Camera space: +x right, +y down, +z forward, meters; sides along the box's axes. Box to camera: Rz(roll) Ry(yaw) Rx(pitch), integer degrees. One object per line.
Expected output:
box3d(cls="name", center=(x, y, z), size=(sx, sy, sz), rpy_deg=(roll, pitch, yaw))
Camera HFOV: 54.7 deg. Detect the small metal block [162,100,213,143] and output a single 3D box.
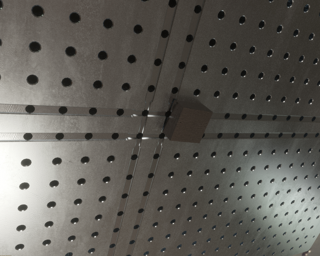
box3d(cls="small metal block", center=(0.038, -0.008, 0.429), size=(0.050, 0.025, 0.050), rpy_deg=(7, 115, -32))
